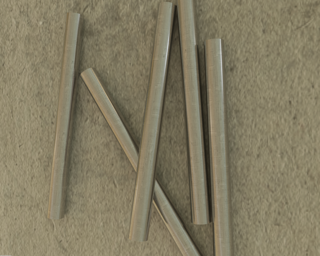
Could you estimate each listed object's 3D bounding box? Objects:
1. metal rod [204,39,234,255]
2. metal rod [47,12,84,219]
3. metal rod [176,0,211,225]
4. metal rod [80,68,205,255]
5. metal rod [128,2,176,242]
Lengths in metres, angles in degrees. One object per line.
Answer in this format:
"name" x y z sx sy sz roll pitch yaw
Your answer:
"metal rod" 0.073 0.041 0.382 0.025 0.025 0.298 -3 89 19
"metal rod" -0.139 -0.016 0.456 0.025 0.025 0.298 7 92 19
"metal rod" 0.042 -0.031 0.393 0.025 0.025 0.298 -4 89 19
"metal rod" -0.027 0.047 0.417 0.025 0.025 0.299 -34 79 16
"metal rod" -0.009 -0.011 0.393 0.025 0.025 0.298 6 85 19
